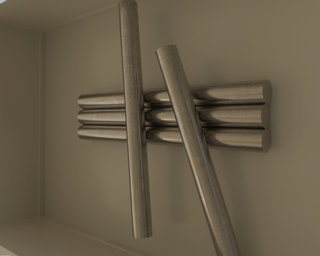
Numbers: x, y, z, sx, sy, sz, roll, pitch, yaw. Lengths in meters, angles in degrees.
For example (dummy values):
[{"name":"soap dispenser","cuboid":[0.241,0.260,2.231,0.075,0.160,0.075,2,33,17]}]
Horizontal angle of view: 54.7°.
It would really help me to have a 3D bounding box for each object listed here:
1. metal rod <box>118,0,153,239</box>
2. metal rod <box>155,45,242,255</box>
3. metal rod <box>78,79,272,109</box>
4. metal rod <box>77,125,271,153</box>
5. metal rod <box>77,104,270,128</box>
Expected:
[{"name":"metal rod","cuboid":[-0.032,-0.014,0.396,0.025,0.025,0.298,-7,86,39]},{"name":"metal rod","cuboid":[0.049,0.054,0.337,0.025,0.025,0.298,-20,84,38]},{"name":"metal rod","cuboid":[-0.007,-0.040,0.409,0.300,0.025,0.025,1,91,39]},{"name":"metal rod","cuboid":[-0.008,0.010,0.410,0.300,0.025,0.025,1,91,39]},{"name":"metal rod","cuboid":[-0.008,-0.015,0.410,0.300,0.025,0.025,1,91,39]}]
